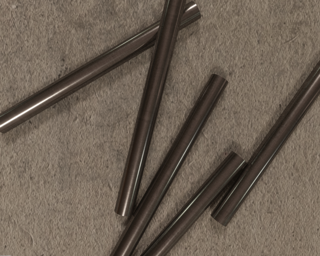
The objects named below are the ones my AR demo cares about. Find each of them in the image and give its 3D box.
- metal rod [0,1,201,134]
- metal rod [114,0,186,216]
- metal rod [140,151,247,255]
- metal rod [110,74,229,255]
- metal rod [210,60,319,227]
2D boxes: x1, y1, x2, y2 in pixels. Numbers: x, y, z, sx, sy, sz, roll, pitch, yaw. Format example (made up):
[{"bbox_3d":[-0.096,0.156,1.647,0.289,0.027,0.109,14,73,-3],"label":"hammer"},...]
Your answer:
[{"bbox_3d":[-0.082,-0.080,0.408,0.301,0.025,0.025,-31,90,-1],"label":"metal rod"},{"bbox_3d":[-0.012,-0.032,0.394,0.025,0.025,0.298,14,96,-1],"label":"metal rod"},{"bbox_3d":[0.006,0.151,0.410,0.025,0.025,0.300,41,90,-1],"label":"metal rod"},{"bbox_3d":[0.006,0.065,0.410,0.025,0.025,0.299,29,90,-1],"label":"metal rod"},{"bbox_3d":[0.164,0.001,0.412,0.025,0.025,0.299,35,90,-1],"label":"metal rod"}]
